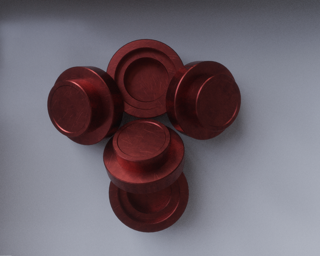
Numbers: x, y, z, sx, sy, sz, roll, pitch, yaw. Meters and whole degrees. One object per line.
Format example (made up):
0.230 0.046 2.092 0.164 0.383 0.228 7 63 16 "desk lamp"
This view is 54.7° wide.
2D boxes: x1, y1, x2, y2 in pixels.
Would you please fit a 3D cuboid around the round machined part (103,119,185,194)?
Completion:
-0.020 0.026 0.372 0.099 0.098 0.042 -6 134 0 "round machined part"

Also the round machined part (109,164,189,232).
-0.013 0.080 0.401 0.099 0.042 0.097 0 90 0 "round machined part"

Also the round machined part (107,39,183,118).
-0.017 -0.061 0.400 0.099 0.042 0.097 0 90 0 "round machined part"

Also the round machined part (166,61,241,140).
0.060 -0.033 0.379 0.099 0.042 0.097 -7 104 -29 "round machined part"

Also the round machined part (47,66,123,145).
-0.098 -0.026 0.379 0.098 0.042 0.097 6 104 26 "round machined part"
